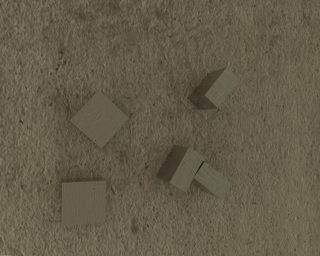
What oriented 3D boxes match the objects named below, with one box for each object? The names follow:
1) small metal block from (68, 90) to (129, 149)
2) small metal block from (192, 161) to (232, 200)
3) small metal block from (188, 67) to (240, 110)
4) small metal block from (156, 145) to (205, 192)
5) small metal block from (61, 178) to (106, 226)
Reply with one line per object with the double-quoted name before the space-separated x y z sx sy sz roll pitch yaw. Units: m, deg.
"small metal block" -0.076 -0.010 0.381 0.050 0.025 0.050 44 76 -15
"small metal block" 0.059 0.067 0.417 0.050 0.050 0.025 39 78 -16
"small metal block" 0.072 -0.052 0.422 0.025 0.050 0.050 43 77 -15
"small metal block" 0.025 0.051 0.405 0.025 0.050 0.050 34 79 -17
"small metal block" -0.093 0.088 0.375 0.050 0.025 0.050 1 90 -20
